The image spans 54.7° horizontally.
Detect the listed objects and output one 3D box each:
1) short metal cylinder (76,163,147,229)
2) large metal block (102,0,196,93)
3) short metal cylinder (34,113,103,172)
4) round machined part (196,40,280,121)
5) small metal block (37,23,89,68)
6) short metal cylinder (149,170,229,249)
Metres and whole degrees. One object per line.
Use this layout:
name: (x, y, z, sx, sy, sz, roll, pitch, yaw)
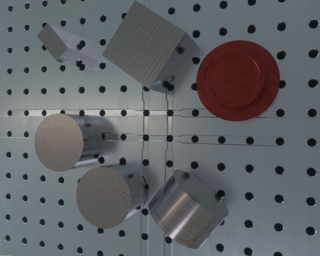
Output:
short metal cylinder: (-0.065, 0.090, 0.422, 0.080, 0.050, 0.080, 0, 90, 20)
large metal block: (-0.014, -0.103, 0.404, 0.080, 0.050, 0.080, 37, 102, 16)
short metal cylinder: (-0.130, 0.020, 0.445, 0.080, 0.050, 0.080, 0, 90, 20)
round machined part: (0.091, -0.057, 0.371, 0.098, 0.042, 0.097, 0, 90, 20)
small metal block: (-0.140, -0.118, 0.449, 0.025, 0.050, 0.050, -43, 77, 15)
short metal cylinder: (0.034, 0.095, 0.371, 0.080, 0.080, 0.050, 39, 103, 15)
